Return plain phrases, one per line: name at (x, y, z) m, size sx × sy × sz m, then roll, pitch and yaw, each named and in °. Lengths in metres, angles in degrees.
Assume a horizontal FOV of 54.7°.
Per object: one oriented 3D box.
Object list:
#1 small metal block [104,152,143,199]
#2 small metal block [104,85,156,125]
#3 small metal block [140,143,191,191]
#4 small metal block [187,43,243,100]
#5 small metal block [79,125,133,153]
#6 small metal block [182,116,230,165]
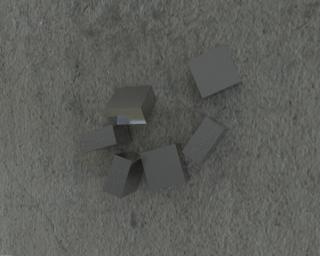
small metal block at (-0.045, 0.060, 0.410) m, size 0.025 × 0.050 × 0.050 m, roll 19°, pitch 96°, yaw 19°
small metal block at (-0.038, -0.030, 0.406) m, size 0.050 × 0.050 × 0.025 m, roll -2°, pitch 130°, yaw 19°
small metal block at (0.007, 0.050, 0.406) m, size 0.050 × 0.025 × 0.050 m, roll -17°, pitch 85°, yaw 19°
small metal block at (0.069, -0.069, 0.384) m, size 0.050 × 0.025 × 0.050 m, roll -24°, pitch 82°, yaw 18°
small metal block at (-0.072, 0.014, 0.420) m, size 0.050 × 0.050 × 0.025 m, roll -15°, pitch 85°, yaw 19°
small metal block at (0.057, 0.014, 0.375) m, size 0.025 × 0.050 × 0.050 m, roll 36°, pitch 101°, yaw 16°
